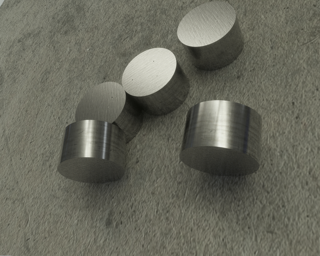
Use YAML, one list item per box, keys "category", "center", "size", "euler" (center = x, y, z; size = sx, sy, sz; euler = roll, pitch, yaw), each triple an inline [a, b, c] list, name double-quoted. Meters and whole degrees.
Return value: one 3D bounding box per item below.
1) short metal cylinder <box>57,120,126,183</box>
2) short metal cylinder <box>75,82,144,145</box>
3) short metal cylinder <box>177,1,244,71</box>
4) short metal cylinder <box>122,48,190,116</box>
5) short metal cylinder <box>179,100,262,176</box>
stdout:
- category: "short metal cylinder"
  center: [-0.084, 0.032, 0.393]
  size: [0.080, 0.080, 0.050]
  euler: [-14, 56, 20]
- category: "short metal cylinder"
  center: [-0.071, -0.018, 0.436]
  size: [0.080, 0.050, 0.080]
  euler: [-13, 56, 21]
- category: "short metal cylinder"
  center: [0.071, -0.127, 0.429]
  size: [0.080, 0.050, 0.080]
  euler: [-13, 56, 21]
- category: "short metal cylinder"
  center: [-0.005, -0.064, 0.430]
  size: [0.080, 0.050, 0.080]
  euler: [-13, 56, 21]
- category: "short metal cylinder"
  center: [0.064, 0.013, 0.327]
  size: [0.080, 0.080, 0.050]
  euler: [-1, 61, 27]
